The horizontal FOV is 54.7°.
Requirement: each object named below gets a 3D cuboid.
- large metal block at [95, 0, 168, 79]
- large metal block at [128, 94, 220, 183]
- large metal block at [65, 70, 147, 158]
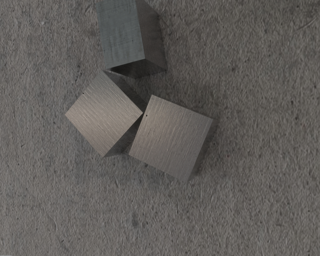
[{"bbox_3d":[-0.033,-0.112,0.391,0.050,0.080,0.080,-11,87,20],"label":"large metal block"},{"bbox_3d":[0.019,0.011,0.389,0.080,0.050,0.080,24,98,18],"label":"large metal block"},{"bbox_3d":[-0.065,-0.018,0.419,0.080,0.050,0.080,46,104,14],"label":"large metal block"}]
